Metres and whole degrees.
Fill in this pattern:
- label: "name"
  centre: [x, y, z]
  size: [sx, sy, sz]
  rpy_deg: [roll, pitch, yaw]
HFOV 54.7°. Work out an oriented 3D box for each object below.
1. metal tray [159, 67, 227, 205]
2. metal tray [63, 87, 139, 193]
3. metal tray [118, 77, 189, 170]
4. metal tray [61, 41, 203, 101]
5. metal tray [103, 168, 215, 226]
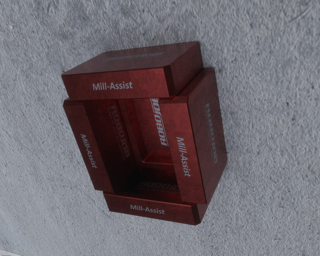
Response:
- label: "metal tray"
  centre: [0.043, 0.008, 0.347]
  size: [0.030, 0.090, 0.129]
  rpy_deg: [1, 119, 28]
- label: "metal tray"
  centre: [-0.065, 0.006, 0.402]
  size: [0.030, 0.090, 0.129]
  rpy_deg: [1, 119, 28]
- label: "metal tray"
  centre: [0.001, -0.008, 0.398]
  size: [0.090, 0.030, 0.129]
  rpy_deg: [1, 119, 27]
- label: "metal tray"
  centre: [-0.029, -0.063, 0.341]
  size: [0.130, 0.090, 0.030]
  rpy_deg: [1, 119, 27]
- label: "metal tray"
  centre: [0.003, 0.077, 0.411]
  size: [0.130, 0.090, 0.030]
  rpy_deg: [1, 119, 27]
